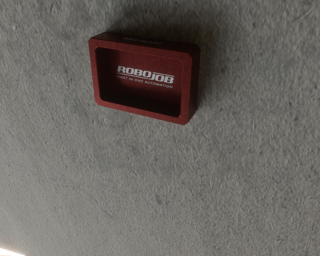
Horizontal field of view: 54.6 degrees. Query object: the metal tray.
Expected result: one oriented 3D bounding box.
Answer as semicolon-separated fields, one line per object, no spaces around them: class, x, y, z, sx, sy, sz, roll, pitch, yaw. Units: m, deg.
metal tray;-0.020;-0.061;0.376;0.130;0.030;0.089;14;124;20
